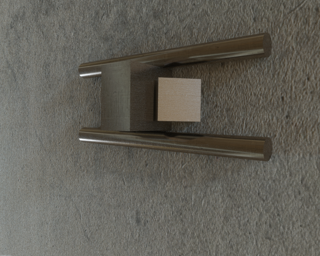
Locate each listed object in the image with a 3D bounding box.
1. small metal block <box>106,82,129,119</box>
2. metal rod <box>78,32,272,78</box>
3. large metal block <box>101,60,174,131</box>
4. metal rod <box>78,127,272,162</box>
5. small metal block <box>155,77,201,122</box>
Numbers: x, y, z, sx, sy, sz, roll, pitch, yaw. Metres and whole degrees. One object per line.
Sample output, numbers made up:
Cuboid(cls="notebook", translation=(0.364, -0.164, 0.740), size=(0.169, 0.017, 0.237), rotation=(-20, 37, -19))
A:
Cuboid(cls="small metal block", translation=(-0.059, -0.037, 0.435), size=(0.025, 0.050, 0.050), rotation=(1, 91, 0))
Cuboid(cls="metal rod", translation=(-0.007, -0.089, 0.410), size=(0.300, 0.025, 0.025), rotation=(2, 91, 39))
Cuboid(cls="large metal block", translation=(-0.027, -0.037, 0.394), size=(0.050, 0.081, 0.079), rotation=(1, 91, 40))
Cuboid(cls="metal rod", translation=(-0.006, 0.016, 0.410), size=(0.300, 0.025, 0.025), rotation=(3, 92, 39))
Cuboid(cls="small metal block", translation=(0.021, -0.033, 0.370), size=(0.025, 0.050, 0.050), rotation=(-178, 89, -81))
